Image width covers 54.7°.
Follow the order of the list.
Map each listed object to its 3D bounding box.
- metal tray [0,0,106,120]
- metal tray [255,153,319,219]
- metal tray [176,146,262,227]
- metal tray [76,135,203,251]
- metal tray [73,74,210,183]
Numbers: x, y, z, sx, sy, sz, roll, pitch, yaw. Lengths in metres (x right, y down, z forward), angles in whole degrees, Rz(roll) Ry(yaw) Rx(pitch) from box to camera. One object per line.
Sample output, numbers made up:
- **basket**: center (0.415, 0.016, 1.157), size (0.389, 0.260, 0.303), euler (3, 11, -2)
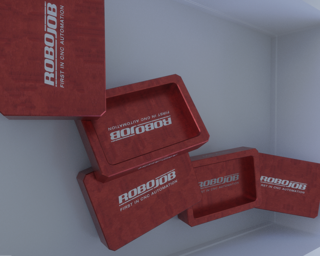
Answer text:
- **metal tray**: center (-0.099, -0.073, 0.291), size (0.091, 0.030, 0.129), euler (0, 85, -18)
- **metal tray**: center (0.199, 0.093, 0.517), size (0.131, 0.030, 0.090), euler (10, 87, -1)
- **metal tray**: center (0.087, 0.082, 0.454), size (0.131, 0.030, 0.089), euler (-8, 96, -25)
- **metal tray**: center (-0.020, 0.070, 0.366), size (0.131, 0.030, 0.090), euler (-22, 98, -27)
- **metal tray**: center (-0.020, -0.004, 0.345), size (0.131, 0.030, 0.090), euler (-17, 75, -26)
